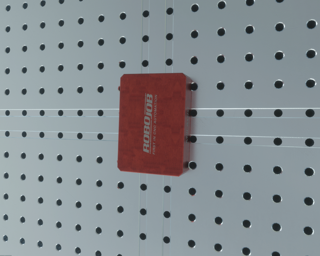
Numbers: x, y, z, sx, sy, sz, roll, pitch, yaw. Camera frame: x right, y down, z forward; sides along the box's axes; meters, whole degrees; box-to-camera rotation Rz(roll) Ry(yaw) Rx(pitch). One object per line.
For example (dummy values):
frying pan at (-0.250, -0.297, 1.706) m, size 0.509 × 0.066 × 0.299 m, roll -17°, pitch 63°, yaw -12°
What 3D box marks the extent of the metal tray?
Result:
metal tray at (-0.008, -0.006, 0.411) m, size 0.090 × 0.030 × 0.129 m, roll 2°, pitch 91°, yaw 19°
